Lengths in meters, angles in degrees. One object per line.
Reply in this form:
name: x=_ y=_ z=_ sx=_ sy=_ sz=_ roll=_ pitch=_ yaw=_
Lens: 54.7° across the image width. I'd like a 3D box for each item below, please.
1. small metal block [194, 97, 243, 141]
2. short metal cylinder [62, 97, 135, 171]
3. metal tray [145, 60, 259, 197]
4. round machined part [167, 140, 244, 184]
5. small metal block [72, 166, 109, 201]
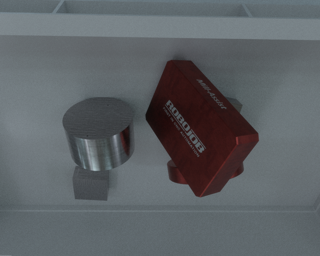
small metal block: x=0.068 y=-0.014 z=0.389 sx=0.050 sy=0.025 sz=0.050 roll=10 pitch=111 yaw=-10
short metal cylinder: x=-0.072 y=0.006 z=0.377 sx=0.081 sy=0.080 sz=0.050 roll=0 pitch=130 yaw=-1
metal tray: x=0.037 y=-0.003 z=0.340 sx=0.030 sy=0.130 sz=0.089 roll=-6 pitch=137 yaw=-34
round machined part: x=0.058 y=0.039 z=0.408 sx=0.099 sy=0.098 sz=0.042 roll=-8 pitch=95 yaw=6
small metal block: x=-0.106 y=0.087 z=0.481 sx=0.050 sy=0.025 sz=0.050 roll=4 pitch=130 yaw=-4
